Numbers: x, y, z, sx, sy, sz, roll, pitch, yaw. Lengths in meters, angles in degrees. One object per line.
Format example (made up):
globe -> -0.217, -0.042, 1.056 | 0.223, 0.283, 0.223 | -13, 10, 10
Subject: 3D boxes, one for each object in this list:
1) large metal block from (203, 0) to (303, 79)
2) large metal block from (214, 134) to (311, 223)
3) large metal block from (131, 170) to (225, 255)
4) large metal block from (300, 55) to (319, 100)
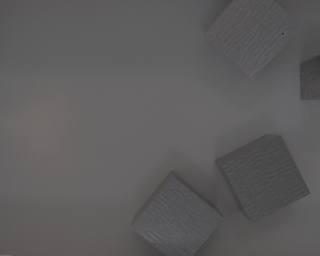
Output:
large metal block -> 0.113, -0.120, 0.388 | 0.080, 0.050, 0.080 | 41, 109, -1
large metal block -> 0.129, 0.062, 0.400 | 0.080, 0.050, 0.080 | -27, 90, 0
large metal block -> 0.021, 0.114, 0.399 | 0.080, 0.050, 0.080 | 39, 90, 0
large metal block -> 0.233, -0.064, 0.385 | 0.081, 0.080, 0.050 | -1, 90, 0
